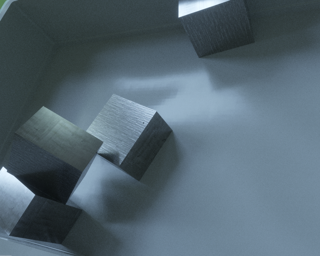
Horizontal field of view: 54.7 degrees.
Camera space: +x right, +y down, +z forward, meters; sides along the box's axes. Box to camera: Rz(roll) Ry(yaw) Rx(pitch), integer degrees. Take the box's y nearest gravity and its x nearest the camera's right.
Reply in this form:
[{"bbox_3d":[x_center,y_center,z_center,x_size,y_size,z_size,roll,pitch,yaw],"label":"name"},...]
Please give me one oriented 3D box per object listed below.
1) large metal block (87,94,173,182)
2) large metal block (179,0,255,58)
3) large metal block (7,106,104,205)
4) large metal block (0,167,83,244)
[{"bbox_3d":[-0.045,0.011,0.407,0.080,0.050,0.080,24,74,36],"label":"large metal block"},{"bbox_3d":[0.078,-0.150,0.422,0.080,0.080,0.050,-11,57,22],"label":"large metal block"},{"bbox_3d":[-0.125,0.035,0.367,0.080,0.080,0.050,-55,6,42],"label":"large metal block"},{"bbox_3d":[-0.162,0.099,0.393,0.080,0.080,0.050,23,78,36],"label":"large metal block"}]
